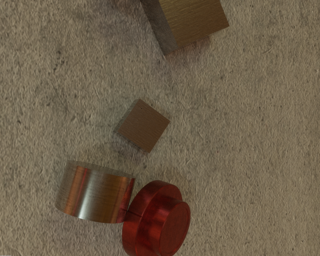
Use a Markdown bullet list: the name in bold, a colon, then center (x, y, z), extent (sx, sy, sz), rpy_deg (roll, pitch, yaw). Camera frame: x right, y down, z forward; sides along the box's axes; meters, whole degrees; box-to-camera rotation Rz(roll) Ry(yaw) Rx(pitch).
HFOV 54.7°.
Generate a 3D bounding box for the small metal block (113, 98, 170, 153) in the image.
- **small metal block**: center (-0.024, -0.002, 0.401), extent (0.050, 0.025, 0.050), rpy_deg (36, 78, -17)

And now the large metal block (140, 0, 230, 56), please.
- **large metal block**: center (0.032, -0.152, 0.408), extent (0.081, 0.050, 0.080), rpy_deg (-27, 99, -18)

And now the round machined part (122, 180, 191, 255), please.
- **round machined part**: center (0.002, 0.116, 0.376), extent (0.099, 0.042, 0.097), rpy_deg (-24, 120, -51)

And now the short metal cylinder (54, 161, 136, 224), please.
- **short metal cylinder**: center (-0.072, 0.071, 0.354), extent (0.081, 0.080, 0.050), rpy_deg (17, 85, -20)
